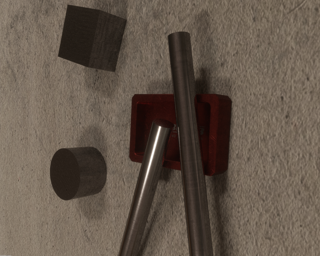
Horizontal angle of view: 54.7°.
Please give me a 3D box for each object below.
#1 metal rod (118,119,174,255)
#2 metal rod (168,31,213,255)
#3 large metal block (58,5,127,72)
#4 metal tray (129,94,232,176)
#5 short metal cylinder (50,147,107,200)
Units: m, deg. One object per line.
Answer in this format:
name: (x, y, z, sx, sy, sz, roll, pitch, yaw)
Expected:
metal rod: (-0.032, 0.128, 0.404, 0.025, 0.025, 0.298, 31, 117, 35)
metal rod: (0.035, 0.045, 0.334, 0.025, 0.025, 0.298, -9, 85, 39)
large metal block: (-0.105, -0.136, 0.472, 0.080, 0.050, 0.079, 24, 105, 37)
metal tray: (0.020, 0.004, 0.383, 0.130, 0.030, 0.089, 5, 93, 39)
short metal cylinder: (-0.131, 0.071, 0.494, 0.080, 0.050, 0.079, 0, 90, 39)
